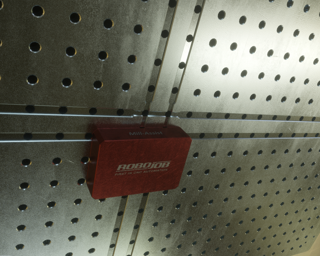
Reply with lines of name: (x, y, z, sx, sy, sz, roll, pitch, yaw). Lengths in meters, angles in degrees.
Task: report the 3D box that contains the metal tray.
metal tray: (-0.028, 0.046, 0.423, 0.131, 0.030, 0.089, -1, 119, -28)
